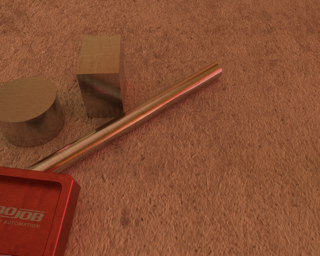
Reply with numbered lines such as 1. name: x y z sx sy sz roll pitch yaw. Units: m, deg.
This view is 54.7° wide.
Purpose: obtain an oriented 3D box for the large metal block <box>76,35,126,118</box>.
1. large metal block: -0.077 -0.070 0.425 0.050 0.080 0.080 -2 50 -2

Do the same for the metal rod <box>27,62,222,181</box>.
1. metal rod: -0.029 -0.017 0.416 0.302 0.025 0.025 -32 57 -25

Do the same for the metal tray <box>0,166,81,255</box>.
1. metal tray: -0.156 0.087 0.310 0.131 0.030 0.090 6 64 4

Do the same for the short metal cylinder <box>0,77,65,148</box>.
1. short metal cylinder: -0.170 -0.021 0.403 0.081 0.050 0.080 0 50 0
